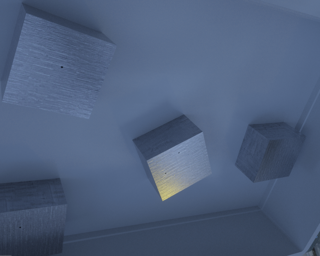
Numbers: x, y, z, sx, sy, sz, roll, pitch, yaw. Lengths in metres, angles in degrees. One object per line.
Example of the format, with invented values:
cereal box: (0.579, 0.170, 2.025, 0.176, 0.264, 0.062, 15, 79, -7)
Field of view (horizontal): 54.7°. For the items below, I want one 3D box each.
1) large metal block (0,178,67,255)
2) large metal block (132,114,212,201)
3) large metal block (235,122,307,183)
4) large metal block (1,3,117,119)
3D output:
large metal block: (-0.161, 0.111, 0.373, 0.081, 0.050, 0.079, -1, 119, -28)
large metal block: (0.018, 0.040, 0.427, 0.080, 0.050, 0.080, -27, 128, -12)
large metal block: (0.182, 0.039, 0.516, 0.081, 0.050, 0.079, -4, 120, -27)
large metal block: (-0.100, -0.062, 0.299, 0.081, 0.050, 0.079, 12, 112, -34)
